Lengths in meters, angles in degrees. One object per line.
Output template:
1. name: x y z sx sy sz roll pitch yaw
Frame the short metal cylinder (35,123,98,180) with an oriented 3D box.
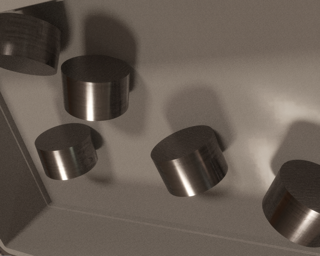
1. short metal cylinder: -0.139 0.033 0.465 0.080 0.080 0.050 7 121 24

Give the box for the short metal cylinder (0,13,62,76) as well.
1. short metal cylinder: -0.168 -0.101 0.388 0.080 0.080 0.050 2 82 27

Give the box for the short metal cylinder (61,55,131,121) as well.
1. short metal cylinder: -0.078 -0.051 0.381 0.080 0.080 0.050 19 126 17

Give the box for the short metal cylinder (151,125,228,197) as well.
1. short metal cylinder: 0.036 0.038 0.377 0.080 0.080 0.050 -13 112 33

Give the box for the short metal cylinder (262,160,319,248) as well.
1. short metal cylinder: 0.160 0.080 0.338 0.080 0.080 0.050 23 127 14
